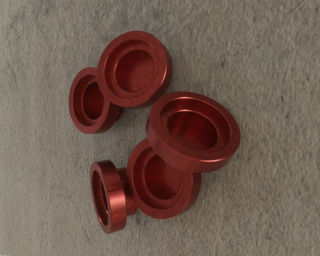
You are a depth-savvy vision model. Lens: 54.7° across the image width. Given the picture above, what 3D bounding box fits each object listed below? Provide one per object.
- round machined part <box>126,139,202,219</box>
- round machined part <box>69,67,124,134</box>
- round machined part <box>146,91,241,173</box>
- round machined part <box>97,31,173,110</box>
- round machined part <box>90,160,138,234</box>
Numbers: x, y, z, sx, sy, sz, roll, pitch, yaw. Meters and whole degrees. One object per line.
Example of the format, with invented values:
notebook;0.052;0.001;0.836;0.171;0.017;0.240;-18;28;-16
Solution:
round machined part;0.008;0.059;0.383;0.098;0.042;0.097;-1;88;36
round machined part;-0.092;-0.040;0.466;0.098;0.042;0.097;0;90;41
round machined part;0.032;0.008;0.335;0.098;0.099;0.042;51;143;27
round machined part;-0.029;-0.072;0.404;0.098;0.042;0.097;-3;82;22
round machined part;-0.063;0.091;0.427;0.098;0.042;0.097;31;125;58
